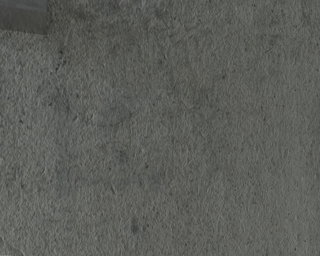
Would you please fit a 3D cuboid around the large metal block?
[{"bbox_3d":[-0.160,-0.137,0.321,0.081,0.080,0.050,2,90,-20],"label":"large metal block"}]
